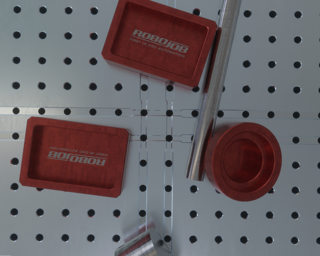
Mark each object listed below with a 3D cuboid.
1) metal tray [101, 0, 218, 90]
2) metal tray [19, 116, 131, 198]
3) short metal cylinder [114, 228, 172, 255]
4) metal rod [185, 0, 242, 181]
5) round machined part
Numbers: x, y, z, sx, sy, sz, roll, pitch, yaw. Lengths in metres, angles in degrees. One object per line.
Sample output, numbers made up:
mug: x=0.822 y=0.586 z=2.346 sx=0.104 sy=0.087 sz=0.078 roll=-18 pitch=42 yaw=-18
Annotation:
metal tray: x=-0.001 y=-0.113 z=0.410 sx=0.131 sy=0.030 sz=0.090 roll=18 pitch=90 yaw=0
metal tray: x=-0.110 y=0.037 z=0.409 sx=0.131 sy=0.030 sz=0.089 roll=8 pitch=90 yaw=0
short metal cylinder: x=-0.013 y=0.174 z=0.386 sx=0.050 sy=0.080 sz=0.080 roll=-32 pitch=90 yaw=0
metal rod: x=0.077 y=-0.078 z=0.413 sx=0.025 sy=0.025 sz=0.298 roll=12 pitch=90 yaw=0
round machined part: x=0.102 y=0.041 z=0.397 sx=0.099 sy=0.042 sz=0.097 roll=-1 pitch=93 yaw=-18
